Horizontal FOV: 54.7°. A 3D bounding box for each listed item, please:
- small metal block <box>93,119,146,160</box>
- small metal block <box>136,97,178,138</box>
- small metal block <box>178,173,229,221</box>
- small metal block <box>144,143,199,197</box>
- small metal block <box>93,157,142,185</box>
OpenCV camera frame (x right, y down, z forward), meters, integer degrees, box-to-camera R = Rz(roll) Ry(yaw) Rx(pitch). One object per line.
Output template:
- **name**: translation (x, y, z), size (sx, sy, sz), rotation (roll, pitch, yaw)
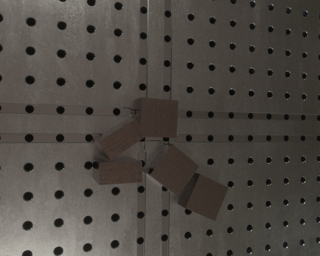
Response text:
- **small metal block**: translation (-0.051, 0.013, 0.381), size (0.050, 0.050, 0.025), rotation (-34, 101, -17)
- **small metal block**: translation (-0.005, -0.013, 0.412), size (0.050, 0.025, 0.050), rotation (3, 89, -21)
- **small metal block**: translation (0.061, 0.096, 0.437), size (0.050, 0.025, 0.050), rotation (27, 81, -19)
- **small metal block**: translation (0.016, 0.056, 0.420), size (0.050, 0.025, 0.050), rotation (40, 77, -16)
- **small metal block**: translation (-0.053, 0.052, 0.380), size (0.050, 0.050, 0.025), rotation (0, 90, -20)
